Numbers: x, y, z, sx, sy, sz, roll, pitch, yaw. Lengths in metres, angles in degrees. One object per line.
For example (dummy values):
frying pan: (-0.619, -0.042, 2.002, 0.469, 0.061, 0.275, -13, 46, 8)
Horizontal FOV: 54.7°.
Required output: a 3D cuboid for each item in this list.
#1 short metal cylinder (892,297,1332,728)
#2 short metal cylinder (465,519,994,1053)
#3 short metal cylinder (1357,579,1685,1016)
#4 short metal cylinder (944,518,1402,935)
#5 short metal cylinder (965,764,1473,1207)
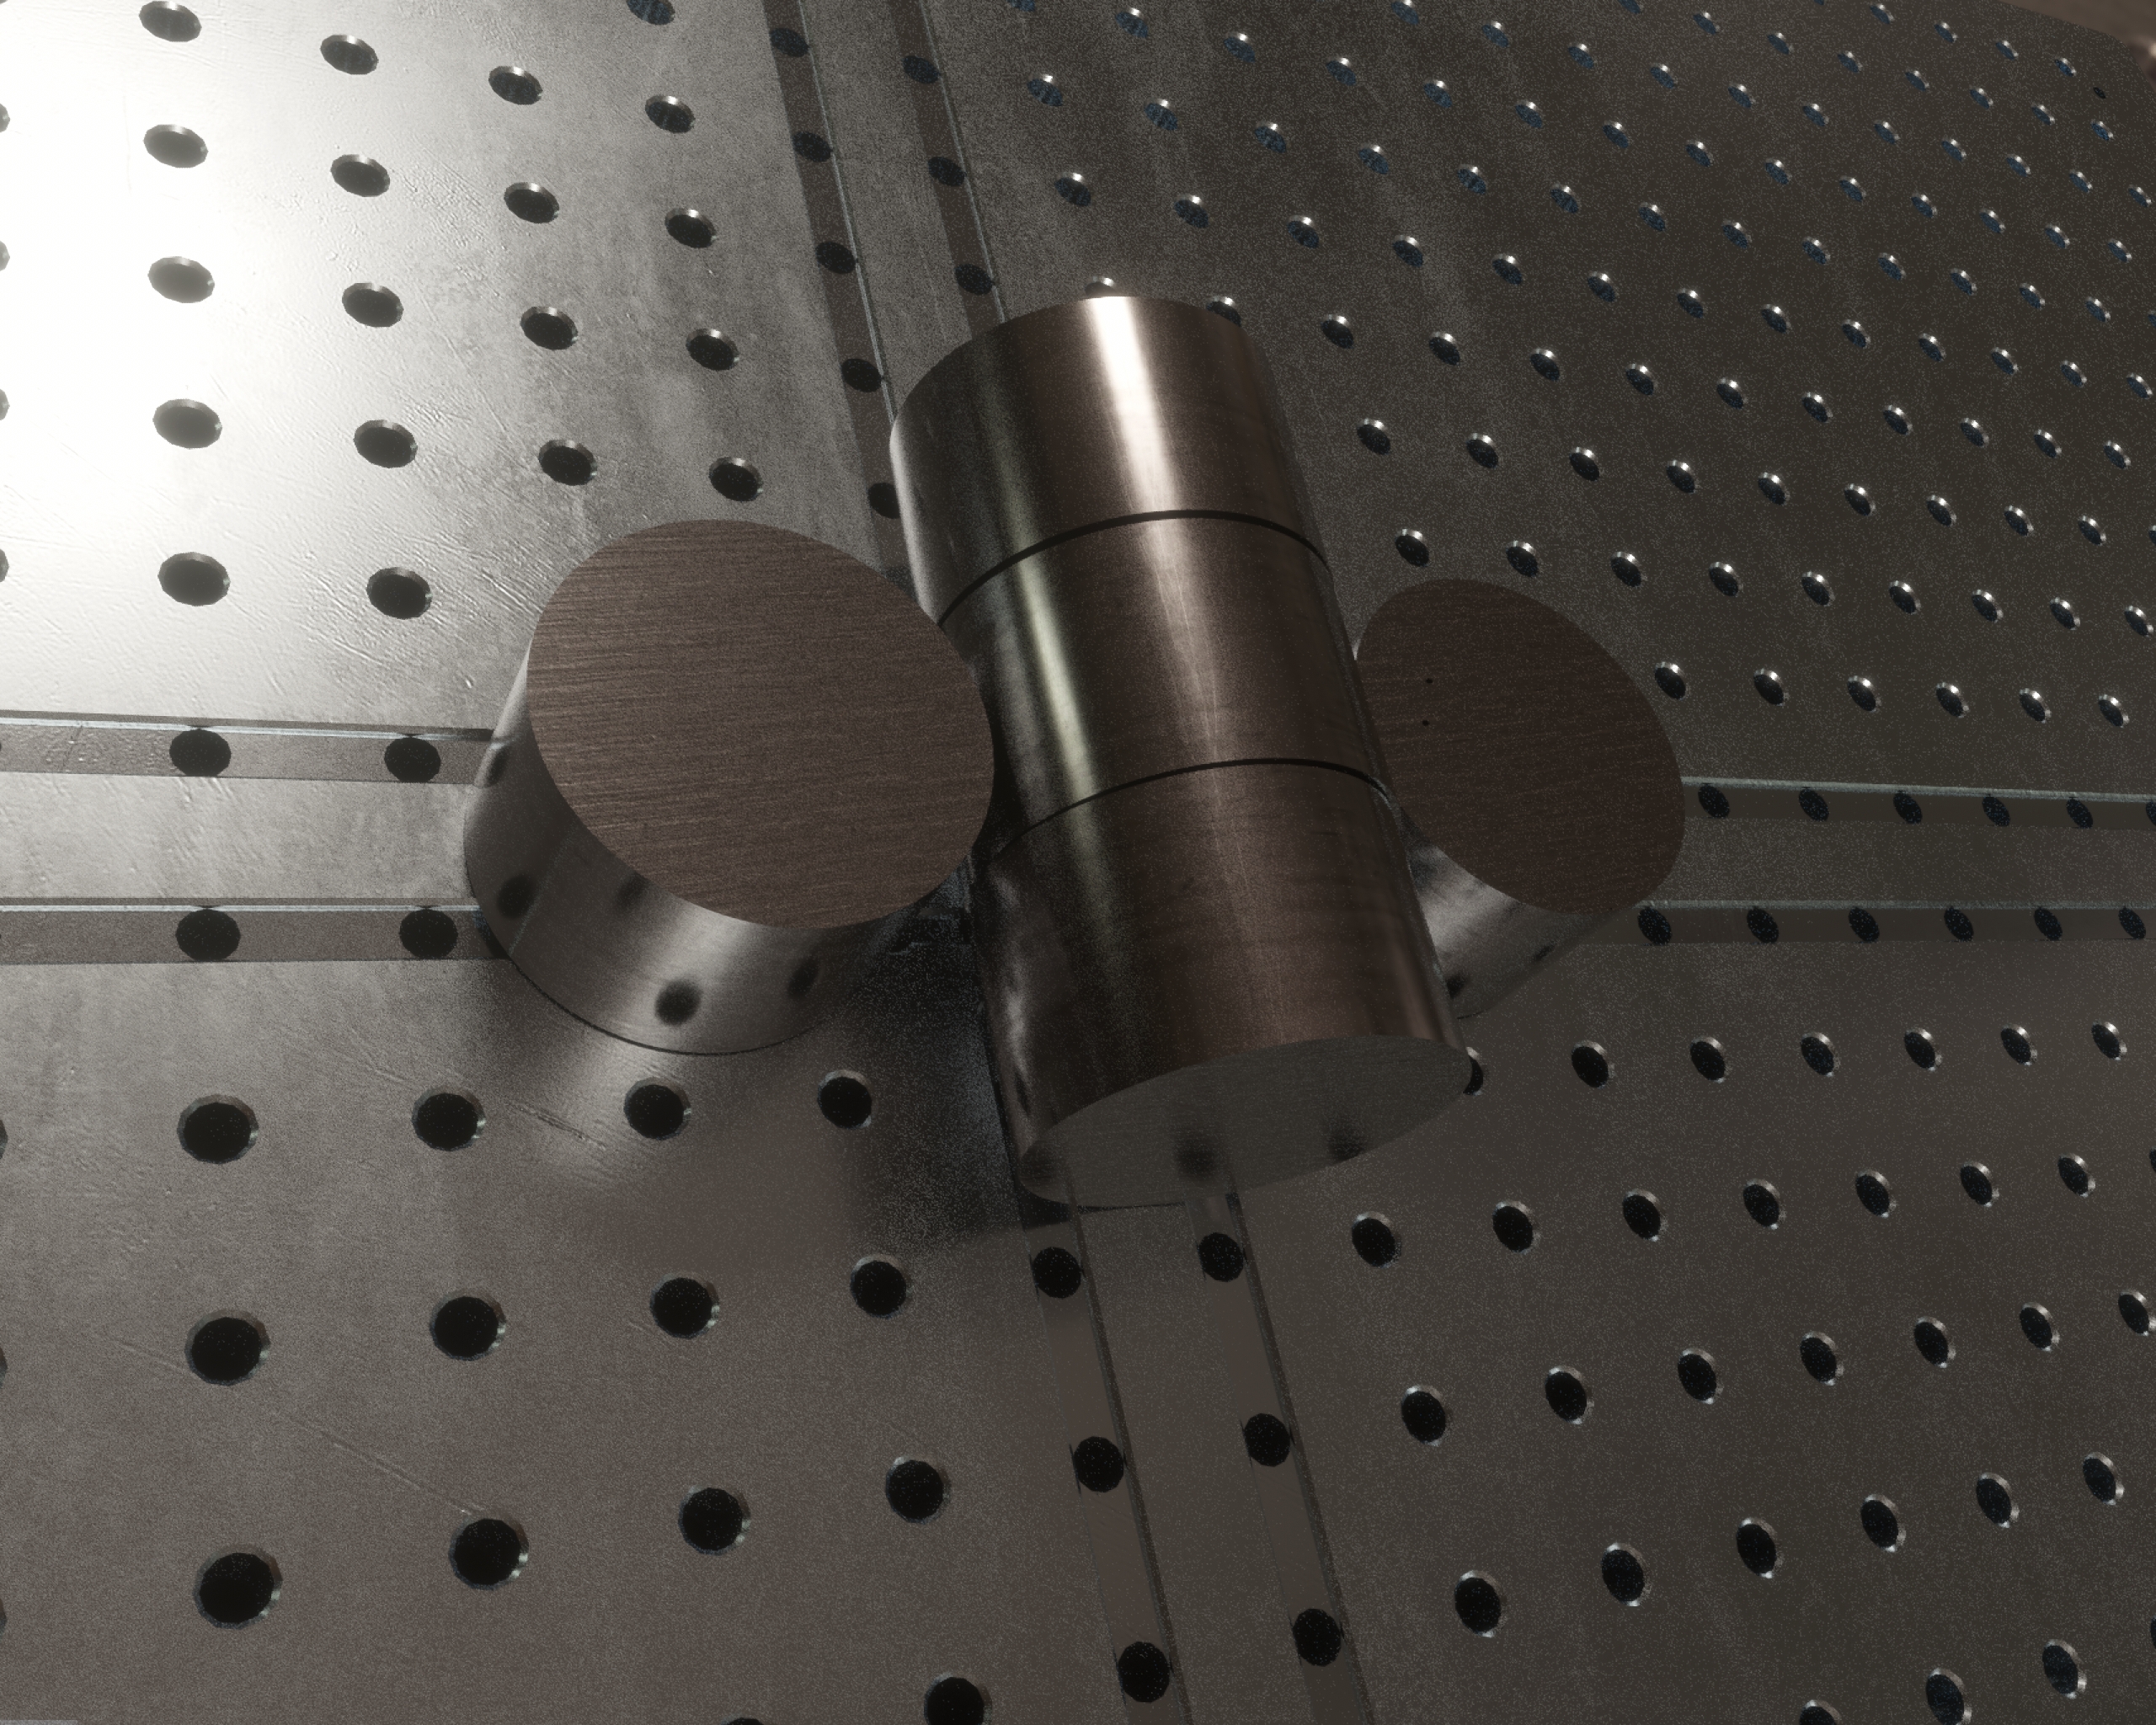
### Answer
short metal cylinder: (0.006, -0.066, 0.417, 0.081, 0.080, 0.050, 3, 61, -27)
short metal cylinder: (-0.062, -0.013, 0.367, 0.081, 0.050, 0.080, 14, 56, -21)
short metal cylinder: (0.081, -0.013, 0.445, 0.081, 0.050, 0.080, 14, 56, -21)
short metal cylinder: (0.015, -0.021, 0.395, 0.081, 0.080, 0.050, 2, 61, -28)
short metal cylinder: (0.024, 0.024, 0.372, 0.081, 0.080, 0.050, 1, 61, -28)
